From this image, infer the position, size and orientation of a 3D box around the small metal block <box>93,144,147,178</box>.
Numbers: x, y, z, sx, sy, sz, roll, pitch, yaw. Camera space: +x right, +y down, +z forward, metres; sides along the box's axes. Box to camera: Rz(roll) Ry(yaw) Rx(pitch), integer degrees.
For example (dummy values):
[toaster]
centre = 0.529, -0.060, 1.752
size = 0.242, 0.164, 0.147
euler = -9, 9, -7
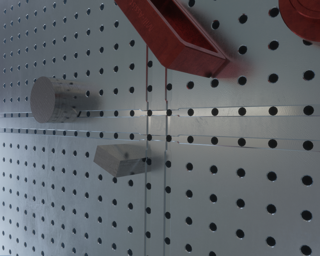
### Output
[small metal block]
centre = -0.057, 0.045, 0.440
size = 0.050, 0.050, 0.025
euler = 27, 107, 36

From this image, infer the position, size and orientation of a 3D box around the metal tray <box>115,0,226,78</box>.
[metal tray]
centre = 0.009, -0.118, 0.359
size = 0.030, 0.091, 0.130
euler = -48, 62, 29

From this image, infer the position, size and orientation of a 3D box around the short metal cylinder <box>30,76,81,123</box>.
[short metal cylinder]
centre = -0.184, -0.048, 0.545
size = 0.080, 0.050, 0.079
euler = 0, 90, 40

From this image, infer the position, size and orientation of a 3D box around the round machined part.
[round machined part]
centre = 0.153, -0.125, 0.272
size = 0.098, 0.042, 0.097
euler = 0, 90, 40
